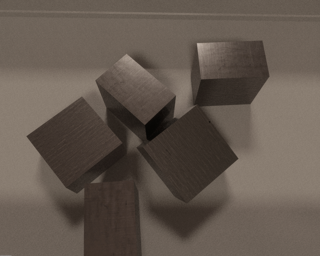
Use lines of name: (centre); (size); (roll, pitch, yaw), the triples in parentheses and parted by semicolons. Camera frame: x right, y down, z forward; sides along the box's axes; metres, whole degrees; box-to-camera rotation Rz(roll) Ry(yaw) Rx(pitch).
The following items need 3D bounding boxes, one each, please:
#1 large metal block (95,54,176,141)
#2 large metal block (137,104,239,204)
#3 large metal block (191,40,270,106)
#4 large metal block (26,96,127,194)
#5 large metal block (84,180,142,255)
large metal block: (-0.028, -0.032, 0.392); (0.080, 0.080, 0.050); (42, 75, 13)
large metal block: (0.031, 0.030, 0.373); (0.080, 0.050, 0.080); (-38, 95, -13)
large metal block: (0.086, -0.068, 0.407); (0.081, 0.080, 0.050); (-3, 70, -2)
large metal block: (-0.101, 0.022, 0.387); (0.080, 0.050, 0.080); (-39, 75, -13)
large metal block: (-0.049, 0.106, 0.341); (0.050, 0.080, 0.080); (-4, 70, -2)
